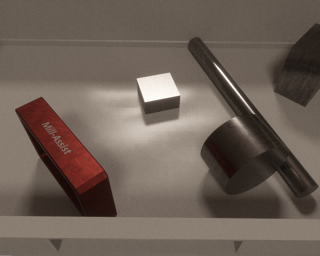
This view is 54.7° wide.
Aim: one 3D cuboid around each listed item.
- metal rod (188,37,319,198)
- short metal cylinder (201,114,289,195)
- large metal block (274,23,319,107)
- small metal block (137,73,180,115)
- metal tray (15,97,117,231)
[{"bbox_3d":[0.113,-0.036,0.436,0.025,0.025,0.300,-16,52,-14],"label":"metal rod"},{"bbox_3d":[0.093,0.030,0.345,0.081,0.080,0.050,-20,53,-17],"label":"short metal cylinder"},{"bbox_3d":[0.218,-0.091,0.449,0.050,0.080,0.080,34,58,25],"label":"large metal block"},{"bbox_3d":[-0.003,-0.050,0.447,0.050,0.025,0.050,-12,51,-10],"label":"small metal block"},{"bbox_3d":[-0.099,0.037,0.330,0.030,0.089,0.130,-33,58,-25],"label":"metal tray"}]
